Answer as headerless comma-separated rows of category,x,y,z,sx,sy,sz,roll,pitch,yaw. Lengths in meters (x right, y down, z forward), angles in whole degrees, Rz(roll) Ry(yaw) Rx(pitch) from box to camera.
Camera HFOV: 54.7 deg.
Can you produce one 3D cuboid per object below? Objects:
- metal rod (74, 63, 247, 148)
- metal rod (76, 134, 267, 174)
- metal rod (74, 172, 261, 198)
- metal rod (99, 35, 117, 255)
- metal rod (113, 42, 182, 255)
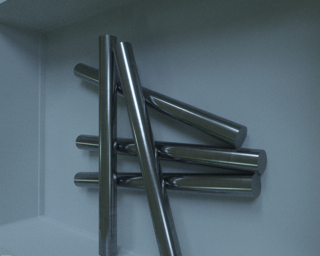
metal rod,-0.022,-0.042,0.420,0.300,0.025,0.025,26,106,36
metal rod,-0.011,0.029,0.412,0.300,0.025,0.025,3,92,39
metal rod,-0.016,0.072,0.416,0.300,0.025,0.025,-6,86,39
metal rod,-0.072,0.024,0.428,0.025,0.025,0.298,0,90,39
metal rod,-0.015,0.034,0.383,0.025,0.025,0.299,-22,76,37
